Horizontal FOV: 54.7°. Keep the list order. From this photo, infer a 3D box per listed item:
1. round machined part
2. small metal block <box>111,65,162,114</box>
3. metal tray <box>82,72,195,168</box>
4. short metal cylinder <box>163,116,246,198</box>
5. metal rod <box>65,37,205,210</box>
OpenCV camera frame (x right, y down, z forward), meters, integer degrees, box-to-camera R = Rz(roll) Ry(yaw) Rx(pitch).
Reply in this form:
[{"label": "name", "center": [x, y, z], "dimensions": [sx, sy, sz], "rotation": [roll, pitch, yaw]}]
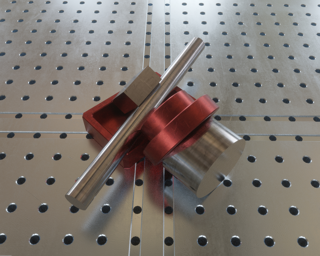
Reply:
[{"label": "round machined part", "center": [0.017, -0.005, 0.351], "dimensions": [0.099, 0.098, 0.042], "rotation": [-39, 82, -28]}, {"label": "small metal block", "center": [-0.031, -0.049, 0.404], "dimensions": [0.025, 0.050, 0.050], "rotation": [44, 66, -13]}, {"label": "metal tray", "center": [-0.024, -0.017, 0.417], "dimensions": [0.131, 0.030, 0.090], "rotation": [-36, 59, -27]}, {"label": "short metal cylinder", "center": [0.049, 0.030, 0.345], "dimensions": [0.080, 0.080, 0.050], "rotation": [-36, 59, -27]}, {"label": "metal rod", "center": [-0.013, -0.028, 0.391], "dimensions": [0.025, 0.025, 0.301], "rotation": [22, 53, 17]}]
